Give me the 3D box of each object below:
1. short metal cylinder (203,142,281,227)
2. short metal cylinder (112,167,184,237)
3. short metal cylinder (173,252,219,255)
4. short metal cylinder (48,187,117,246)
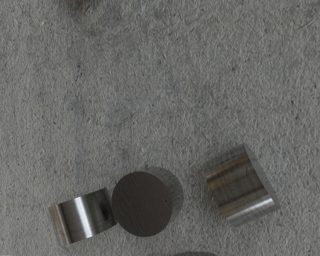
[{"bbox_3d":[0.091,0.063,0.347,0.050,0.080,0.080,-30,80,18],"label":"short metal cylinder"},{"bbox_3d":[-0.015,0.093,0.401,0.080,0.050,0.080,0,90,20],"label":"short metal cylinder"},{"bbox_3d":[0.039,0.187,0.366,0.080,0.080,0.050,-8,88,20],"label":"short metal cylinder"},{"bbox_3d":[-0.103,0.117,0.416,0.080,0.080,0.050,-21,83,19],"label":"short metal cylinder"}]
